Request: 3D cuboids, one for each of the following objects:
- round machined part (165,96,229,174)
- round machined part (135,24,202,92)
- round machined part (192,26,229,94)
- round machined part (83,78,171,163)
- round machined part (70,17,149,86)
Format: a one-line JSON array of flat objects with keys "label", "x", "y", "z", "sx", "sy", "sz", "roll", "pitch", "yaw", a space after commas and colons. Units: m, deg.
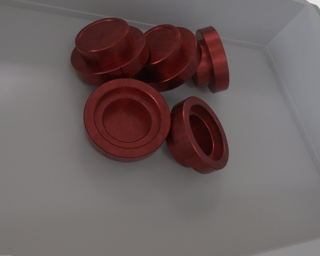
[{"label": "round machined part", "x": 0.043, "y": 0.012, "z": 0.395, "sx": 0.098, "sy": 0.042, "sz": 0.098, "roll": 33, "pitch": 44, "yaw": -38}, {"label": "round machined part", "x": 0.003, "y": -0.101, "z": 0.420, "sx": 0.042, "sy": 0.098, "sz": 0.098, "roll": 47, "pitch": 36, "yaw": -50}, {"label": "round machined part", "x": 0.067, "y": -0.099, "z": 0.465, "sx": 0.042, "sy": 0.098, "sz": 0.098, "roll": -16, "pitch": 66, "yaw": 0}, {"label": "round machined part", "x": -0.040, "y": -0.006, "z": 0.367, "sx": 0.099, "sy": 0.042, "sz": 0.098, "roll": 5, "pitch": 68, "yaw": -12}, {"label": "round machined part", "x": -0.066, "y": -0.101, "z": 0.389, "sx": 0.098, "sy": 0.042, "sz": 0.098, "roll": -8, "pitch": 50, "yaw": 9}]
